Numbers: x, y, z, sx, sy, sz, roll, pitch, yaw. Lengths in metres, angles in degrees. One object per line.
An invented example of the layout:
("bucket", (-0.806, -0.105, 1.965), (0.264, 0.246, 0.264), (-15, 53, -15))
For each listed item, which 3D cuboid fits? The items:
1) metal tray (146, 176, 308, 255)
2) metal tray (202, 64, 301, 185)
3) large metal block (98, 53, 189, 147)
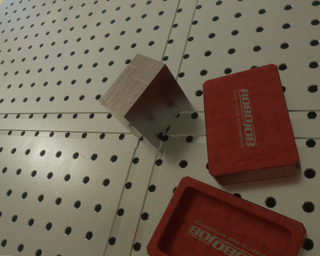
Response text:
("metal tray", (0.062, 0.112, 0.303), (0.130, 0.030, 0.090), (18, 71, 34))
("metal tray", (0.100, -0.006, 0.356), (0.090, 0.030, 0.130), (-12, 57, 21))
("large metal block", (-0.018, -0.035, 0.403), (0.050, 0.080, 0.080), (29, 78, 37))
